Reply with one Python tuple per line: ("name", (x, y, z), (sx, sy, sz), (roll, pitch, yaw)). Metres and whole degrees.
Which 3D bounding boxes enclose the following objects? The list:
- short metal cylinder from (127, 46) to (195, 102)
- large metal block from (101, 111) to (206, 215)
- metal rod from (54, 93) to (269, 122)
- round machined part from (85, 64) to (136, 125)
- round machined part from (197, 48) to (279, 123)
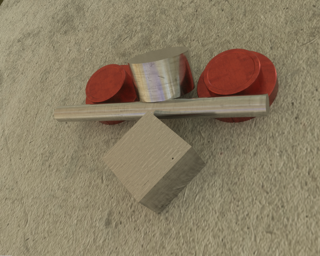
("short metal cylinder", (0.003, -0.072, 0.408), (0.080, 0.050, 0.080), (-11, 23, 5))
("large metal block", (-0.008, 0.039, 0.366), (0.080, 0.050, 0.080), (-46, 51, -4))
("metal rod", (-0.018, -0.023, 0.401), (0.300, 0.025, 0.025), (-1, 61, 27))
("round machined part", (-0.072, -0.057, 0.466), (0.098, 0.042, 0.098), (-13, 56, 21))
("round machined part", (0.092, -0.058, 0.382), (0.098, 0.042, 0.098), (-13, 56, 21))
